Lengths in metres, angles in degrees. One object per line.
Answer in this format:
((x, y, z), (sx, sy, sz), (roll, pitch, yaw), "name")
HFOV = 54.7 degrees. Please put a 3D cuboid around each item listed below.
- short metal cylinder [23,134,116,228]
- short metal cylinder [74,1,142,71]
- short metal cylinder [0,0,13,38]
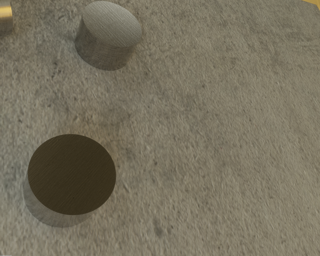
((-0.090, 0.053, 0.308), (0.081, 0.050, 0.080), (14, 56, -21), "short metal cylinder")
((-0.072, -0.126, 0.427), (0.081, 0.050, 0.080), (14, 56, -21), "short metal cylinder")
((-0.206, -0.138, 0.342), (0.050, 0.080, 0.080), (-26, 76, -37), "short metal cylinder")
